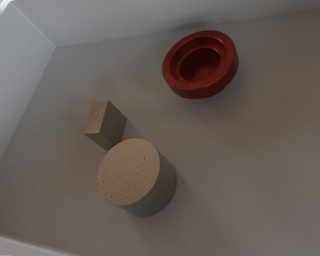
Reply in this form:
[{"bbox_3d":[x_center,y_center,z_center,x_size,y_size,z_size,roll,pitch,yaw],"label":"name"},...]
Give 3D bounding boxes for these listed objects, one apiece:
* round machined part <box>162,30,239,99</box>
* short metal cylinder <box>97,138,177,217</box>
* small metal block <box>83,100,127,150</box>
[{"bbox_3d":[0.056,-0.079,0.413,0.098,0.042,0.098,-13,56,20],"label":"round machined part"},{"bbox_3d":[-0.026,0.059,0.366,0.080,0.050,0.080,-13,56,20],"label":"short metal cylinder"},{"bbox_3d":[-0.074,-0.003,0.429,0.025,0.050,0.050,-3,60,26],"label":"small metal block"}]
